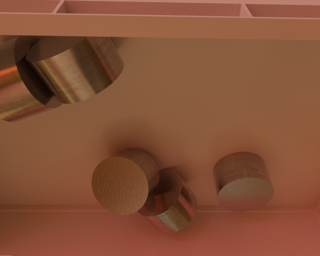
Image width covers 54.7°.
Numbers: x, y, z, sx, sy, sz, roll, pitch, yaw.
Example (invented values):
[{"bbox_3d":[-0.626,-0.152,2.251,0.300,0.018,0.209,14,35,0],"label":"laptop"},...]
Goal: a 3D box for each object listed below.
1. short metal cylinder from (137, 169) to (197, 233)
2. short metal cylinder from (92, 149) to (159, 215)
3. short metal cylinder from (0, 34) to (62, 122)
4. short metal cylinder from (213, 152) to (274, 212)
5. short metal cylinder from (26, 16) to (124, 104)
[{"bbox_3d":[0.009,0.109,0.466,0.080,0.080,0.050,-23,127,18],"label":"short metal cylinder"},{"bbox_3d":[-0.046,0.072,0.430,0.080,0.050,0.079,2,99,15],"label":"short metal cylinder"},{"bbox_3d":[-0.145,-0.052,0.327,0.050,0.080,0.080,-17,128,13],"label":"short metal cylinder"},{"bbox_3d":[0.123,0.081,0.464,0.081,0.050,0.079,0,130,0],"label":"short metal cylinder"},{"bbox_3d":[-0.084,-0.070,0.313,0.080,0.080,0.050,-17,128,13],"label":"short metal cylinder"}]
